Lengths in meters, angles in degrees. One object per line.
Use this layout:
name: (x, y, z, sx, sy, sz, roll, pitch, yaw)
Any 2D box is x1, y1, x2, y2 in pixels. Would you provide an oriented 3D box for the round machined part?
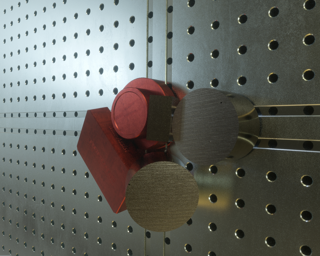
round machined part: (-0.028, -0.019, 0.415, 0.098, 0.042, 0.097, 0, 90, 40)

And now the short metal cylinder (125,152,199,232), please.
short metal cylinder: (0.000, 0.072, 0.360, 0.050, 0.081, 0.079, -132, 49, -80)

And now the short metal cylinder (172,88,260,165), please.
short metal cylinder: (0.060, -0.002, 0.339, 0.080, 0.050, 0.079, 0, 90, 40)

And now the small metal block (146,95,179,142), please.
small metal block: (0.004, -0.011, 0.360, 0.025, 0.050, 0.050, 5, 93, 12)

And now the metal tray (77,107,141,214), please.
metal tray: (-0.071, 0.044, 0.445, 0.130, 0.030, 0.089, 53, 136, 26)
